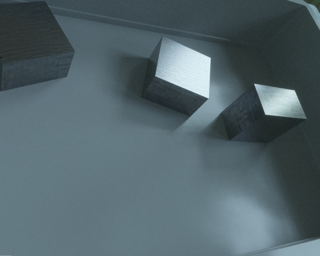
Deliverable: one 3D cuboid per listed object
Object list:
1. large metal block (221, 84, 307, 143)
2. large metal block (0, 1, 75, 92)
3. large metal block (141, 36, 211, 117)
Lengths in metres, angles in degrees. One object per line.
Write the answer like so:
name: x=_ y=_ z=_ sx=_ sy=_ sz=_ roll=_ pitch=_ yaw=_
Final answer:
large metal block: x=0.154 y=-0.018 z=0.467 sx=0.081 sy=0.080 sz=0.050 roll=4 pitch=60 yaw=-27
large metal block: x=-0.160 y=-0.098 z=0.364 sx=0.081 sy=0.050 sz=0.080 roll=-22 pitch=74 yaw=-36
large metal block: x=0.024 y=-0.074 z=0.450 sx=0.080 sy=0.050 sz=0.080 roll=20 pitch=54 yaw=-17
